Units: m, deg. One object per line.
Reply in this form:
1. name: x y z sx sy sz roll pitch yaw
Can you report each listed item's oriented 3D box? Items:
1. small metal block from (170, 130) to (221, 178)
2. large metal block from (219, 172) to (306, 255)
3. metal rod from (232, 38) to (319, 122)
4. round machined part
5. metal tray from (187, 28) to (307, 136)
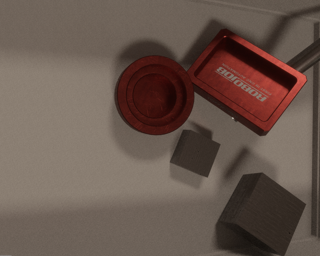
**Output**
1. small metal block: 0.049 0.035 0.430 0.050 0.025 0.050 25 82 -19
2. large metal block: 0.145 0.121 0.441 0.080 0.050 0.080 36 71 -7
3. metal rod: 0.219 -0.108 0.421 0.300 0.025 0.025 -38 105 12
4. round machined part: -0.010 -0.040 0.397 0.099 0.042 0.097 -1 92 -17
5. metal tray: 0.110 -0.062 0.411 0.130 0.030 0.090 37 83 15
